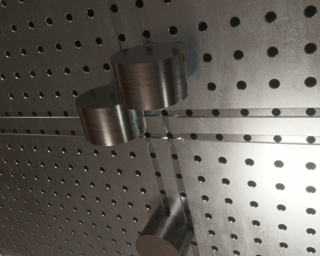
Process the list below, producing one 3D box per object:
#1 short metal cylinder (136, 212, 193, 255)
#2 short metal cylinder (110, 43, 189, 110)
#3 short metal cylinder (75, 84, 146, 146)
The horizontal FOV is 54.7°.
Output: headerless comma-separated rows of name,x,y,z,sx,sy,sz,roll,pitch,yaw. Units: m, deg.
short metal cylinder,0.008,0.185,0.504,0.080,0.050,0.079,13,124,20
short metal cylinder,-0.010,-0.059,0.343,0.080,0.080,0.050,6,121,25
short metal cylinder,-0.061,-0.019,0.394,0.080,0.080,0.050,5,121,25
